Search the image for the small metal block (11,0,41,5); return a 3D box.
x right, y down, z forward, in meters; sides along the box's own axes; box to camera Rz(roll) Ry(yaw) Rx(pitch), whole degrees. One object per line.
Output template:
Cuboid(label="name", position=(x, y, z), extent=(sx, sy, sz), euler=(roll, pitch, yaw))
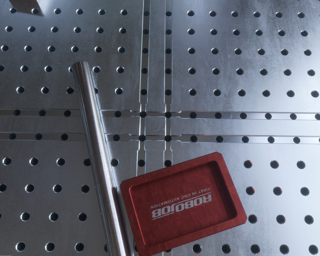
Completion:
Cuboid(label="small metal block", position=(-0.214, -0.229, 0.493), extent=(0.050, 0.025, 0.050), euler=(10, 70, 3))

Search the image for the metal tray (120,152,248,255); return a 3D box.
Cuboid(label="metal tray", position=(0.026, 0.091, 0.376), extent=(0.131, 0.030, 0.090), euler=(-17, 71, -7))

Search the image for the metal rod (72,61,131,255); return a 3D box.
Cuboid(label="metal rod", position=(-0.075, 0.048, 0.393), extent=(0.025, 0.025, 0.299), euler=(-14, 71, -5))
